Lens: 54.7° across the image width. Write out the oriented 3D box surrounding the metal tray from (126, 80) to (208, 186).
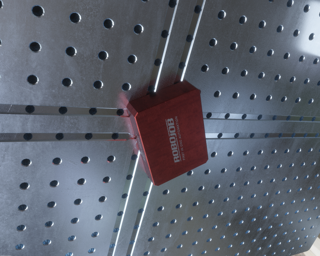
[{"bbox_3d":[0.015,0.010,0.424,0.091,0.030,0.129,-24,127,-14],"label":"metal tray"}]
